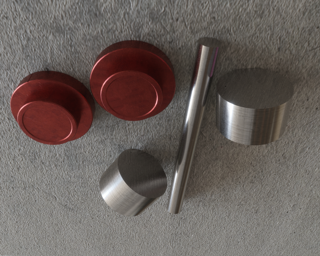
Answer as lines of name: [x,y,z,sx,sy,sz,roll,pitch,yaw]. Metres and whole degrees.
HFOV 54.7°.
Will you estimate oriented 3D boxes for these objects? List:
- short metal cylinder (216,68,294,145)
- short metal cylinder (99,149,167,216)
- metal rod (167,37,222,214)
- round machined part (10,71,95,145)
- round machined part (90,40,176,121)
short metal cylinder: [0.104,-0.026,0.351,0.080,0.080,0.050,-4,130,3]
short metal cylinder: [-0.037,0.076,0.435,0.080,0.080,0.050,28,124,-22]
metal rod: [0.038,0.022,0.426,0.025,0.025,0.298,4,130,-4]
round machined part: [-0.132,-0.017,0.379,0.099,0.042,0.097,-1,130,0]
round machined part: [-0.031,-0.046,0.356,0.099,0.042,0.097,-1,130,0]
